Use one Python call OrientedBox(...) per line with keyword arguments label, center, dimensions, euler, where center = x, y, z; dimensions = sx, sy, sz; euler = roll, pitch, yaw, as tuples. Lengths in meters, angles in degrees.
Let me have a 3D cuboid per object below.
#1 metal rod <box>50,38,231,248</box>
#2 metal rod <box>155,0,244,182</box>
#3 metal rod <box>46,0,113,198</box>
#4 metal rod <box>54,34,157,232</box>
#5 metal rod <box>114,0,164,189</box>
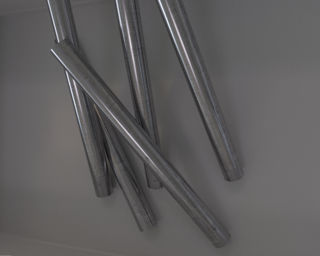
OrientedBox(label="metal rod", center=(-0.016, 0.025, 0.361), dimensions=(0.025, 0.025, 0.300), euler=(-36, 99, 16))
OrientedBox(label="metal rod", center=(0.034, -0.070, 0.331), dimensions=(0.025, 0.025, 0.299), euler=(-17, 111, 19))
OrientedBox(label="metal rod", center=(-0.099, -0.045, 0.383), dimensions=(0.025, 0.025, 0.298), euler=(0, 114, 20))
OrientedBox(label="metal rod", center=(-0.080, 0.001, 0.438), dimensions=(0.025, 0.025, 0.299), euler=(-29, 81, 18))
OrientedBox(label="metal rod", center=(-0.024, -0.060, 0.353), dimensions=(0.025, 0.025, 0.298), euler=(1, 116, 20))
